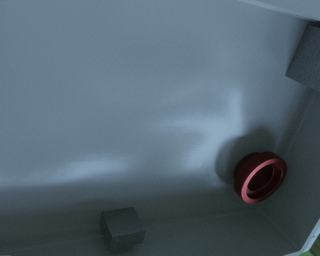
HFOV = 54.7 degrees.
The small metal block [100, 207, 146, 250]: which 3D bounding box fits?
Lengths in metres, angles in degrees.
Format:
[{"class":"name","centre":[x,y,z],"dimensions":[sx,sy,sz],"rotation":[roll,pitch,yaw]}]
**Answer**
[{"class":"small metal block","centre":[-0.056,0.146,0.454],"dimensions":[0.050,0.050,0.025],"rotation":[-1,119,-28]}]

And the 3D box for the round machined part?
[{"class":"round machined part","centre":[0.170,0.082,0.544],"dimensions":[0.099,0.042,0.097],"rotation":[-14,125,-21]}]

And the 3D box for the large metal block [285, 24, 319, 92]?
[{"class":"large metal block","centre":[0.244,-0.097,0.449],"dimensions":[0.050,0.080,0.079],"rotation":[0,119,-29]}]
